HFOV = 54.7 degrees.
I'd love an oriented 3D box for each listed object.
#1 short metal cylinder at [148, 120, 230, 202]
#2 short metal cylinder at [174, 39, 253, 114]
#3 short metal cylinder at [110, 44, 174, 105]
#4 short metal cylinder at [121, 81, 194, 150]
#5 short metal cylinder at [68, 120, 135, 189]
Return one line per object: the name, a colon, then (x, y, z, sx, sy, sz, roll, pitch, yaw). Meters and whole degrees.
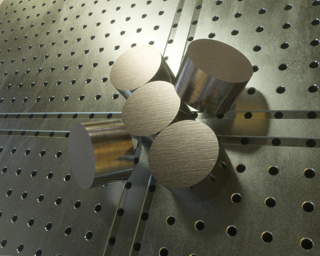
short metal cylinder: (0.034, 0.038, 0.350, 0.080, 0.050, 0.080, -13, 56, 20)
short metal cylinder: (0.063, -0.062, 0.371, 0.081, 0.050, 0.080, 11, 46, -11)
short metal cylinder: (-0.025, -0.073, 0.448, 0.080, 0.050, 0.080, -13, 56, 20)
short metal cylinder: (-0.002, -0.014, 0.400, 0.080, 0.050, 0.080, -13, 56, 20)
short metal cylinder: (-0.074, 0.031, 0.384, 0.080, 0.050, 0.079, 12, 105, 52)
